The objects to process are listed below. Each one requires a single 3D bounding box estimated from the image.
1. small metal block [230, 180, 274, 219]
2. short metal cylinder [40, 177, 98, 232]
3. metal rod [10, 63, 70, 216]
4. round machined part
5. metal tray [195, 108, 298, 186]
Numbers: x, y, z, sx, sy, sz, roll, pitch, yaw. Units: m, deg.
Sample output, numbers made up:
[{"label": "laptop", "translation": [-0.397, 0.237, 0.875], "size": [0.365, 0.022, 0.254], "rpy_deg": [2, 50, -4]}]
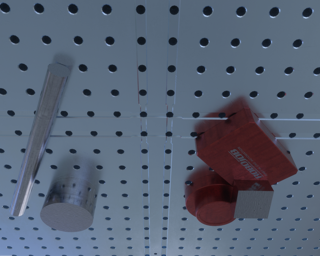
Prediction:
[{"label": "small metal block", "translation": [0.134, 0.105, 0.454], "size": [0.050, 0.025, 0.050], "rpy_deg": [1, 116, -2]}, {"label": "short metal cylinder", "translation": [-0.144, 0.124, 0.499], "size": [0.081, 0.050, 0.079], "rpy_deg": [0, 130, 0]}, {"label": "metal rod", "translation": [-0.179, 0.037, 0.440], "size": [0.025, 0.025, 0.298], "rpy_deg": [20, 127, -16]}, {"label": "round machined part", "translation": [0.091, 0.124, 0.507], "size": [0.099, 0.042, 0.097], "rpy_deg": [0, 130, 0]}, {"label": "metal tray", "translation": [0.124, 0.040, 0.444], "size": [0.090, 0.030, 0.130], "rpy_deg": [-34, 123, 25]}]
